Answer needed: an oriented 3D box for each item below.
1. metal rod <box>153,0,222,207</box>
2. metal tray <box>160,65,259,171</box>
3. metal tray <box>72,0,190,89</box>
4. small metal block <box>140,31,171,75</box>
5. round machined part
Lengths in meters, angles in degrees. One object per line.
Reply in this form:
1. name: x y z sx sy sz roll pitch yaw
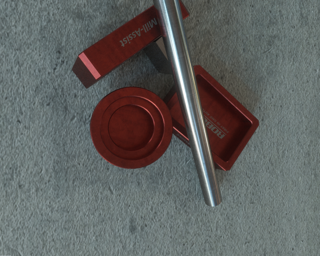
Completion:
1. metal rod: 0.038 -0.021 0.369 0.025 0.025 0.298 -28 121 -18
2. metal tray: 0.067 -0.013 0.434 0.130 0.030 0.090 40 77 -16
3. metal tray: -0.037 -0.099 0.362 0.131 0.090 0.030 -39 103 -16
4. small metal block: 0.006 -0.096 0.395 0.025 0.050 0.050 -44 119 -12
5. round machined part: -0.037 -0.001 0.385 0.099 0.042 0.097 -1 93 -14
